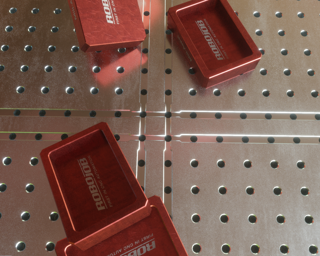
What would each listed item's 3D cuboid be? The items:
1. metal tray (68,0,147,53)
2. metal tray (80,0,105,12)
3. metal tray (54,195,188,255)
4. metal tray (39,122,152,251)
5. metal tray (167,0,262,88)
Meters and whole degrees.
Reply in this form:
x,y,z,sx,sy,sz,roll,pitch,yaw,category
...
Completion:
x,y,z,sx,sy,sz,roll,pitch,yaw,category
-0.079,-0.178,0.434,0.091,0.030,0.129,-15,91,-28,metal tray
-0.062,-0.240,0.462,0.030,0.090,0.130,45,74,-14,metal tray
-0.041,0.146,0.355,0.131,0.030,0.090,-24,72,-9,metal tray
-0.078,0.062,0.366,0.091,0.030,0.130,-26,56,-11,metal tray
0.077,-0.133,0.458,0.091,0.030,0.130,-22,72,-9,metal tray
